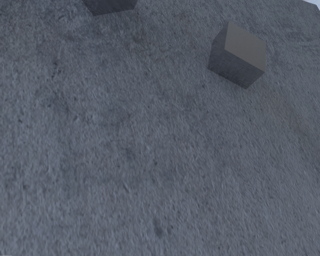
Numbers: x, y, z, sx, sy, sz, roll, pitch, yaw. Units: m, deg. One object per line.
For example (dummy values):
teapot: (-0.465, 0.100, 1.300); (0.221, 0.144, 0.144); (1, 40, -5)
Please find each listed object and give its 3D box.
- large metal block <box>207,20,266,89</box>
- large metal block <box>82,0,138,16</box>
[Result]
large metal block: (0.135, -0.127, 0.541); (0.080, 0.050, 0.080); (25, 53, -13)
large metal block: (-0.070, -0.223, 0.468); (0.081, 0.080, 0.050); (-27, 77, -37)
